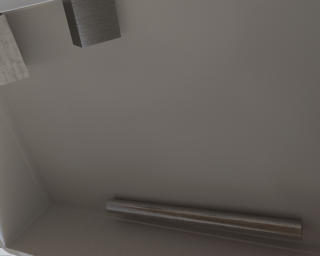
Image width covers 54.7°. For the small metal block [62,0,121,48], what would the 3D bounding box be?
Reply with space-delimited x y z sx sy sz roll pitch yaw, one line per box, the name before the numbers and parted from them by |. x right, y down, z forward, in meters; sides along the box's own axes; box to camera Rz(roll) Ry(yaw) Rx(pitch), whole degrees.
small metal block | -0.076 -0.123 0.350 0.025 0.050 0.050 29 136 46

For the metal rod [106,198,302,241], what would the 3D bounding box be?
metal rod | 0.048 0.132 0.463 0.300 0.025 0.025 -1 118 28

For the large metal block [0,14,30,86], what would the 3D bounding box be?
large metal block | -0.221 -0.106 0.416 0.080 0.050 0.079 33 142 55
